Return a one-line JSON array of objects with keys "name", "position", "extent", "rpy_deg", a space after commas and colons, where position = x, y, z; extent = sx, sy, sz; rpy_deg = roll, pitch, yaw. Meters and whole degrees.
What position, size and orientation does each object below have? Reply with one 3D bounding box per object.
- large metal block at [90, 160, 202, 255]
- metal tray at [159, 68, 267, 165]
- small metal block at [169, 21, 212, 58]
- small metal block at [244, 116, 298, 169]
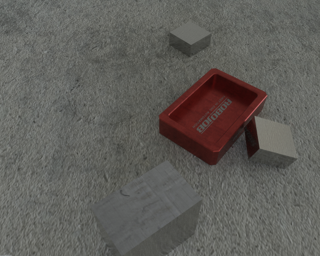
[{"name": "large metal block", "position": [-0.011, 0.089, 0.293], "extent": [0.081, 0.080, 0.050], "rpy_deg": [-29, 56, -22]}, {"name": "metal tray", "position": [0.072, -0.021, 0.417], "extent": [0.090, 0.030, 0.131], "rpy_deg": [32, 57, 24]}, {"name": "small metal block", "position": [0.052, -0.153, 0.532], "extent": [0.050, 0.025, 0.050], "rpy_deg": [-35, 59, -26]}, {"name": "small metal block", "position": [0.135, 0.018, 0.380], "extent": [0.050, 0.025, 0.050], "rpy_deg": [15, 49, -11]}]
